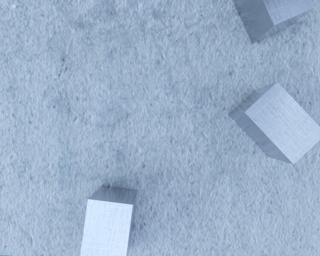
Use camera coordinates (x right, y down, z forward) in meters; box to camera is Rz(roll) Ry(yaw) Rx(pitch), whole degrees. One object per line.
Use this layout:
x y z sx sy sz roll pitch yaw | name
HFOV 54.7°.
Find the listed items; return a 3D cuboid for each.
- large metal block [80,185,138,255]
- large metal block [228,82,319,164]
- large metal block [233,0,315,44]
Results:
-0.060 0.121 0.382 0.050 0.080 0.080 7 90 0 | large metal block
0.140 -0.006 0.384 0.050 0.080 0.080 -43 91 0 | large metal block
0.133 -0.161 0.384 0.050 0.080 0.080 -24 90 0 | large metal block
